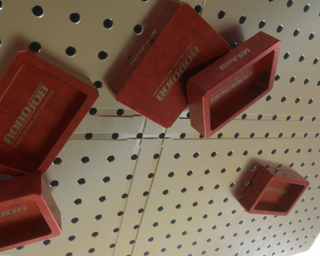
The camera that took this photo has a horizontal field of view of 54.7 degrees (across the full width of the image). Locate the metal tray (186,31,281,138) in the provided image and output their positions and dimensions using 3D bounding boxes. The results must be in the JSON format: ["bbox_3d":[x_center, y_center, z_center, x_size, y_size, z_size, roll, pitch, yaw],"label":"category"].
[{"bbox_3d":[0.096,-0.055,0.401,0.131,0.030,0.090,-35,145,-16],"label":"metal tray"}]

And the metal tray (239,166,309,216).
[{"bbox_3d":[0.228,0.128,0.615,0.131,0.030,0.089,14,111,-35],"label":"metal tray"}]

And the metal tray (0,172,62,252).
[{"bbox_3d":[-0.188,0.103,0.346,0.131,0.030,0.089,-13,134,-10],"label":"metal tray"}]

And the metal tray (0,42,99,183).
[{"bbox_3d":[-0.138,-0.011,0.326,0.090,0.030,0.130,29,102,-38],"label":"metal tray"}]

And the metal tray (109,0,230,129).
[{"bbox_3d":[0.013,-0.072,0.372,0.090,0.030,0.130,30,102,-38],"label":"metal tray"}]
